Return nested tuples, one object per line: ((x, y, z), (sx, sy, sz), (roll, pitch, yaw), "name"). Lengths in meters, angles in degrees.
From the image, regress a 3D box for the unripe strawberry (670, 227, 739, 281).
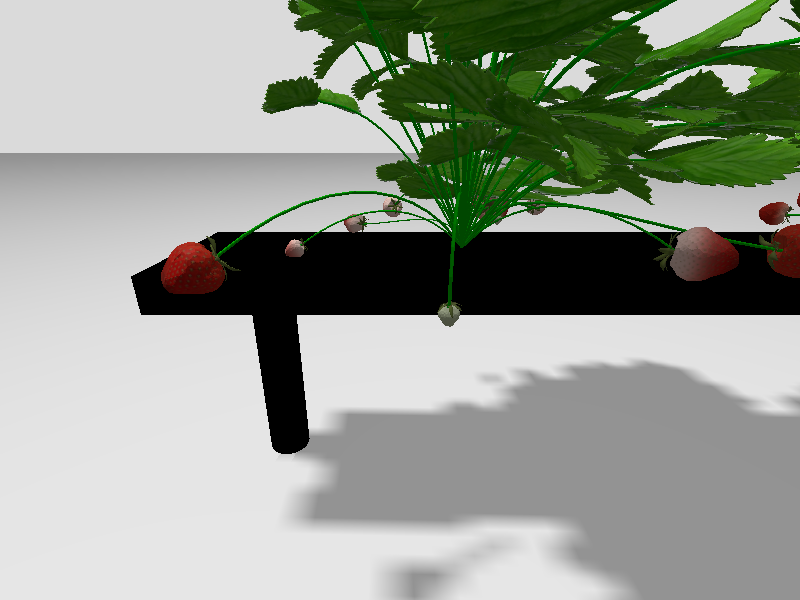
((0.207, -0.030, 0.271), (0.038, 0.037, 0.035), (13, 25, 27), "unripe strawberry")

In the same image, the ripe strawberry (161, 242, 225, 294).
((-0.126, -0.017, 0.240), (0.033, 0.033, 0.036), (-32, 34, -22), "ripe strawberry")

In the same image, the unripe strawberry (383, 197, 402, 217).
((-0.010, -0.116, 0.499), (0.024, 0.025, 0.026), (-9, 7, -21), "unripe strawberry")

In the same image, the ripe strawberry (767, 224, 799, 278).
((0.286, -0.034, 0.282), (0.038, 0.037, 0.035), (7, 23, 17), "ripe strawberry")

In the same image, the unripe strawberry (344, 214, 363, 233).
((-0.047, -0.079, 0.413), (0.022, 0.019, 0.022), (12, 25, 29), "unripe strawberry")

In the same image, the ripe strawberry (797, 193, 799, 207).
((0.537, -0.131, 0.515), (0.043, 0.045, 0.046), (4, 22, 9), "ripe strawberry")

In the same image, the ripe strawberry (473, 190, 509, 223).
((0.108, -0.113, 0.470), (0.042, 0.044, 0.046), (9, 23, 21), "ripe strawberry")

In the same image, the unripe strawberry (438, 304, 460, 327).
((0.023, 0.008, 0.192), (0.010, 0.011, 0.011), (4, 22, 10), "unripe strawberry")

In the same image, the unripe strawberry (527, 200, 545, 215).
((0.173, -0.119, 0.509), (0.024, 0.021, 0.022), (15, 26, 32), "unripe strawberry")

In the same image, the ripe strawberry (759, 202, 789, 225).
((0.420, -0.098, 0.451), (0.022, 0.025, 0.024), (-17, 27, -36), "ripe strawberry")

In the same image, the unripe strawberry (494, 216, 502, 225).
((0.109, -0.090, 0.446), (0.010, 0.011, 0.011), (12, 25, 26), "unripe strawberry")
